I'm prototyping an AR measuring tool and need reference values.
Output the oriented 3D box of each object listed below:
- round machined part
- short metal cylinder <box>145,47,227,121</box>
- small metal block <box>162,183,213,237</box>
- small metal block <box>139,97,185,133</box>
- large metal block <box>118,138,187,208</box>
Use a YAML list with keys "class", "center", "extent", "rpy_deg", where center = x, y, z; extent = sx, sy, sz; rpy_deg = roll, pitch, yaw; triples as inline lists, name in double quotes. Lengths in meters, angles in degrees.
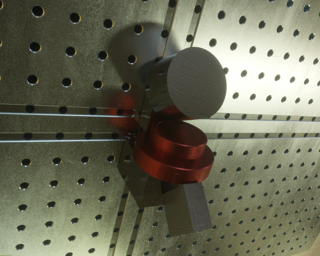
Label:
- class: "round machined part"
  center: [0.019, 0.022, 0.376]
  extent: [0.099, 0.098, 0.042]
  rpy_deg: [1, 118, -29]
- class: "short metal cylinder"
  center: [0.030, -0.049, 0.361]
  extent: [0.081, 0.050, 0.080]
  rpy_deg: [1, 88, -29]
- class: "small metal block"
  center: [0.029, 0.094, 0.353]
  extent: [0.025, 0.050, 0.050]
  rpy_deg: [1, 156, -30]
- class: "small metal block"
  center: [0.005, -0.022, 0.401]
  extent: [0.050, 0.025, 0.050]
  rpy_deg: [1, 118, -29]
- class: "large metal block"
  center: [-0.001, 0.055, 0.410]
  extent: [0.081, 0.080, 0.050]
  rpy_deg: [1, 118, -29]
